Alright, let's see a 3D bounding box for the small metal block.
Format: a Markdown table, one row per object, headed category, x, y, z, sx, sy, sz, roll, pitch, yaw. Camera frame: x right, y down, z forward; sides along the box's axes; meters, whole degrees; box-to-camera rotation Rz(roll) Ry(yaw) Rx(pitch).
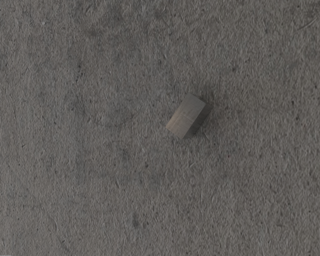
| category | x | y | z | sx | sy | sz | roll | pitch | yaw |
| --- | --- | --- | --- | --- | --- | --- | --- | --- | --- |
| small metal block | 0.038 | -0.014 | 0.383 | 0.025 | 0.050 | 0.050 | 36 | 102 | 16 |
